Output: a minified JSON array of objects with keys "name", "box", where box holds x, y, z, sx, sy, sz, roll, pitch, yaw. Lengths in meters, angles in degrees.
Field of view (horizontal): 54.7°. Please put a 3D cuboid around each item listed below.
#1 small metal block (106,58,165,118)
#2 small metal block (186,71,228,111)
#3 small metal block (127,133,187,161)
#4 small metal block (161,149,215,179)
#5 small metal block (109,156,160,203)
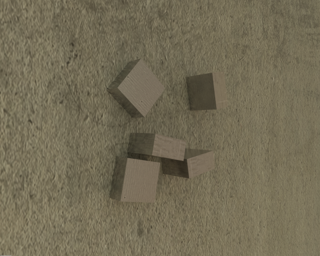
[{"name":"small metal block","box":[-0.029,-0.048,0.380,0.050,0.025,0.050,48,61,-29]},{"name":"small metal block","box":[0.067,-0.052,0.444,0.025,0.050,0.050,-14,99,-39]},{"name":"small metal block","box":[-0.004,0.023,0.385,0.050,0.050,0.025,15,81,-39]},{"name":"small metal block","box":[0.038,0.047,0.420,0.050,0.050,0.025,-12,98,-39]},{"name":"small metal block","box":[-0.030,0.063,0.379,0.050,0.025,0.050,14,81,-39]}]
